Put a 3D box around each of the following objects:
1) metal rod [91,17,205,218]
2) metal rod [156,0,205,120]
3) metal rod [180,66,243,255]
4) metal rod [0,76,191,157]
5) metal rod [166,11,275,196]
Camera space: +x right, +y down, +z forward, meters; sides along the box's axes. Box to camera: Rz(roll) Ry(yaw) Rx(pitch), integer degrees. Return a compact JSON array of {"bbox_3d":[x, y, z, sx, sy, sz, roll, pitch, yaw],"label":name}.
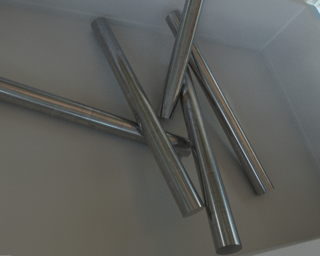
[{"bbox_3d":[-0.027,-0.032,0.384,0.025,0.025,0.299,-9,58,-32],"label":"metal rod"},{"bbox_3d":[0.044,-0.158,0.422,0.025,0.025,0.298,15,90,-21],"label":"metal rod"},{"bbox_3d":[0.047,0.004,0.388,0.025,0.025,0.300,12,44,-22],"label":"metal rod"},{"bbox_3d":[-0.098,-0.018,0.364,0.302,0.025,0.025,18,55,-18],"label":"metal rod"},{"bbox_3d":[0.084,-0.043,0.460,0.025,0.025,0.299,-19,78,-35],"label":"metal rod"}]
